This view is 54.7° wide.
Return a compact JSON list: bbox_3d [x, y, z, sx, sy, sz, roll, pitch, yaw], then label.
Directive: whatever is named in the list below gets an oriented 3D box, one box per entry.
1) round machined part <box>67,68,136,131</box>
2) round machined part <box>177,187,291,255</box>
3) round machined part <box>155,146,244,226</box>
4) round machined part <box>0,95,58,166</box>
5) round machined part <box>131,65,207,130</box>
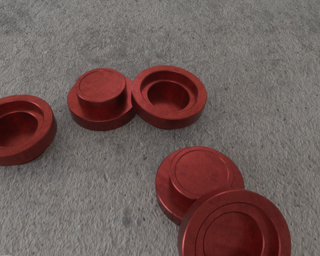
[{"bbox_3d":[-0.079,-0.046,0.430,0.099,0.042,0.098,0,50,0],"label":"round machined part"},{"bbox_3d":[0.064,0.104,0.285,0.099,0.042,0.097,1,86,-9],"label":"round machined part"},{"bbox_3d":[0.044,0.059,0.343,0.099,0.042,0.098,0,50,0],"label":"round machined part"},{"bbox_3d":[-0.178,0.007,0.385,0.099,0.042,0.098,0,50,0],"label":"round machined part"},{"bbox_3d":[0.010,-0.036,0.417,0.099,0.042,0.098,5,52,-6],"label":"round machined part"}]
